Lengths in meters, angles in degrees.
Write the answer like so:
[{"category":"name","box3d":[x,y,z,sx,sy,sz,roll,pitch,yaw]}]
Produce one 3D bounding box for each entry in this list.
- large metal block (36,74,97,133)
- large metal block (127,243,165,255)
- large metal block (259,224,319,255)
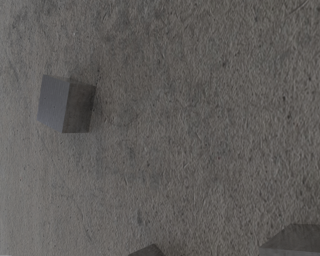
[{"category":"large metal block","box3d":[-0.158,-0.041,0.519,0.080,0.050,0.079,20,103,38]},{"category":"large metal block","box3d":[-0.013,0.214,0.399,0.080,0.050,0.079,36,112,34]},{"category":"large metal block","box3d":[0.130,0.132,0.262,0.050,0.081,0.080,-12,82,39]}]
